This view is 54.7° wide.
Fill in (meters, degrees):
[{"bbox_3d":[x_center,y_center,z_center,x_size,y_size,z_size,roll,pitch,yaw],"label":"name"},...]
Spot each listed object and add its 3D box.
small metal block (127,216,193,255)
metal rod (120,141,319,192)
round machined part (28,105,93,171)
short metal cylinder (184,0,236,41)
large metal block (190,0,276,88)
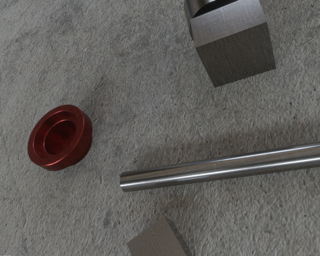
[{"bbox_3d":[0.001,0.130,0.323,0.050,0.025,0.050,-37,51,3],"label":"small metal block"},{"bbox_3d":[0.094,0.039,0.330,0.301,0.025,0.025,-12,57,21],"label":"metal rod"},{"bbox_3d":[-0.140,0.018,0.453,0.098,0.042,0.098,-13,56,20],"label":"round machined part"},{"bbox_3d":[0.076,-0.156,0.424,0.080,0.080,0.050,-19,55,17],"label":"short metal cylinder"},{"bbox_3d":[0.092,-0.104,0.384,0.080,0.080,0.050,-16,55,18],"label":"large metal block"}]
